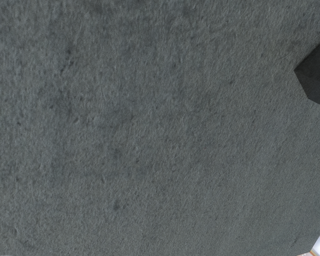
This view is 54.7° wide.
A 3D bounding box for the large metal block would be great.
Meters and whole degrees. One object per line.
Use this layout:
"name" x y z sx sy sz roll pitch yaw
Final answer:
"large metal block" 0.271 -0.087 0.488 0.080 0.050 0.080 -46 130 4
